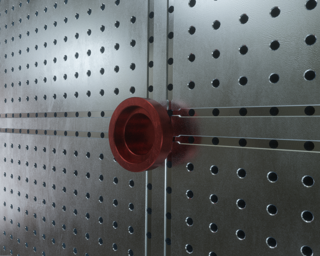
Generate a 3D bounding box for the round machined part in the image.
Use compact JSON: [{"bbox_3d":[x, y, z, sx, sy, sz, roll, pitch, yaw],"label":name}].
[{"bbox_3d":[-0.021,0.009,0.417,0.098,0.042,0.097,0,90,40],"label":"round machined part"}]
